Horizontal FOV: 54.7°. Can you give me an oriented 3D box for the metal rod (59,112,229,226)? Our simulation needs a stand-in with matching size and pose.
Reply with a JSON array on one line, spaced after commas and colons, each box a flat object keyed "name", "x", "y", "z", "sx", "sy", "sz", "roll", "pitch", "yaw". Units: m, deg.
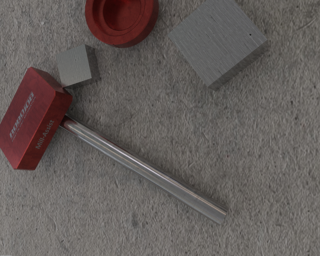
[{"name": "metal rod", "x": -0.047, "y": 0.040, "z": 0.425, "sx": 0.301, "sy": 0.025, "sz": 0.025, "roll": 29, "pitch": 99, "yaw": 17}]

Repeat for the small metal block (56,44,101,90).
[{"name": "small metal block", "x": -0.119, "y": -0.088, "z": 0.451, "sx": 0.050, "sy": 0.025, "sz": 0.050, "roll": -14, "pitch": 85, "yaw": 19}]

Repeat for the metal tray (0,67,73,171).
[{"name": "metal tray", "x": -0.190, "y": -0.014, "z": 0.458, "sx": 0.090, "sy": 0.030, "sz": 0.129, "roll": 39, "pitch": 103, "yaw": 35}]

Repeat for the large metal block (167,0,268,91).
[{"name": "large metal block", "x": 0.070, "y": -0.102, "z": 0.371, "sx": 0.080, "sy": 0.050, "sz": 0.080, "roll": -38, "pitch": 78, "yaw": 16}]

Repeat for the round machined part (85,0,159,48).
[{"name": "round machined part", "x": -0.047, "y": -0.156, "z": 0.417, "sx": 0.098, "sy": 0.042, "sz": 0.097, "roll": 0, "pitch": 90, "yaw": 20}]
